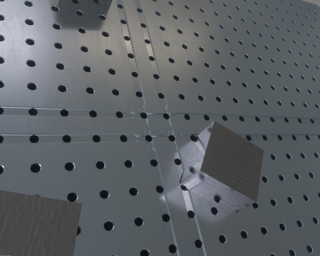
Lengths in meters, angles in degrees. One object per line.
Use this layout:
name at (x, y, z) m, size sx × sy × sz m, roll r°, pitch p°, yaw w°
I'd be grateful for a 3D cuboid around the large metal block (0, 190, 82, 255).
large metal block at (-0.119, 0.104, 0.265) m, size 0.081 × 0.050 × 0.080 m, roll 15°, pitch 56°, yaw -20°

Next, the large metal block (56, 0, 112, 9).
large metal block at (-0.119, -0.231, 0.469) m, size 0.081 × 0.050 × 0.080 m, roll -9°, pitch 66°, yaw -32°

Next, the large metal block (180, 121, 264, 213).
large metal block at (0.082, 0.051, 0.405) m, size 0.080 × 0.050 × 0.080 m, roll 30°, pitch 52°, yaw -9°
